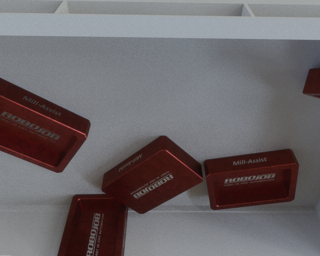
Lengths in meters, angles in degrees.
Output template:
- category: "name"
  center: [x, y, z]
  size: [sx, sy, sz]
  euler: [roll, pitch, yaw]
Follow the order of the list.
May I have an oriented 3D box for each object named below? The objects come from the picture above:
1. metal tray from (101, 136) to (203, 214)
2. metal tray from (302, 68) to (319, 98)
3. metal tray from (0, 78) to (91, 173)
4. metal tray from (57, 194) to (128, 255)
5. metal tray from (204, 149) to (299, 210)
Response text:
- category: "metal tray"
  center: [-0.013, 0.076, 0.470]
  size: [0.130, 0.030, 0.090]
  euler: [-35, 122, 26]
- category: "metal tray"
  center: [0.223, -0.037, 0.312]
  size: [0.091, 0.130, 0.030]
  euler: [13, 95, -9]
- category: "metal tray"
  center: [-0.170, 0.001, 0.404]
  size: [0.131, 0.030, 0.090]
  euler: [27, 125, -22]
- category: "metal tray"
  center: [-0.100, 0.163, 0.478]
  size: [0.091, 0.130, 0.030]
  euler: [-1, 130, 1]
- category: "metal tray"
  center: [0.138, 0.082, 0.476]
  size: [0.131, 0.030, 0.090]
  euler: [-8, 130, 7]
